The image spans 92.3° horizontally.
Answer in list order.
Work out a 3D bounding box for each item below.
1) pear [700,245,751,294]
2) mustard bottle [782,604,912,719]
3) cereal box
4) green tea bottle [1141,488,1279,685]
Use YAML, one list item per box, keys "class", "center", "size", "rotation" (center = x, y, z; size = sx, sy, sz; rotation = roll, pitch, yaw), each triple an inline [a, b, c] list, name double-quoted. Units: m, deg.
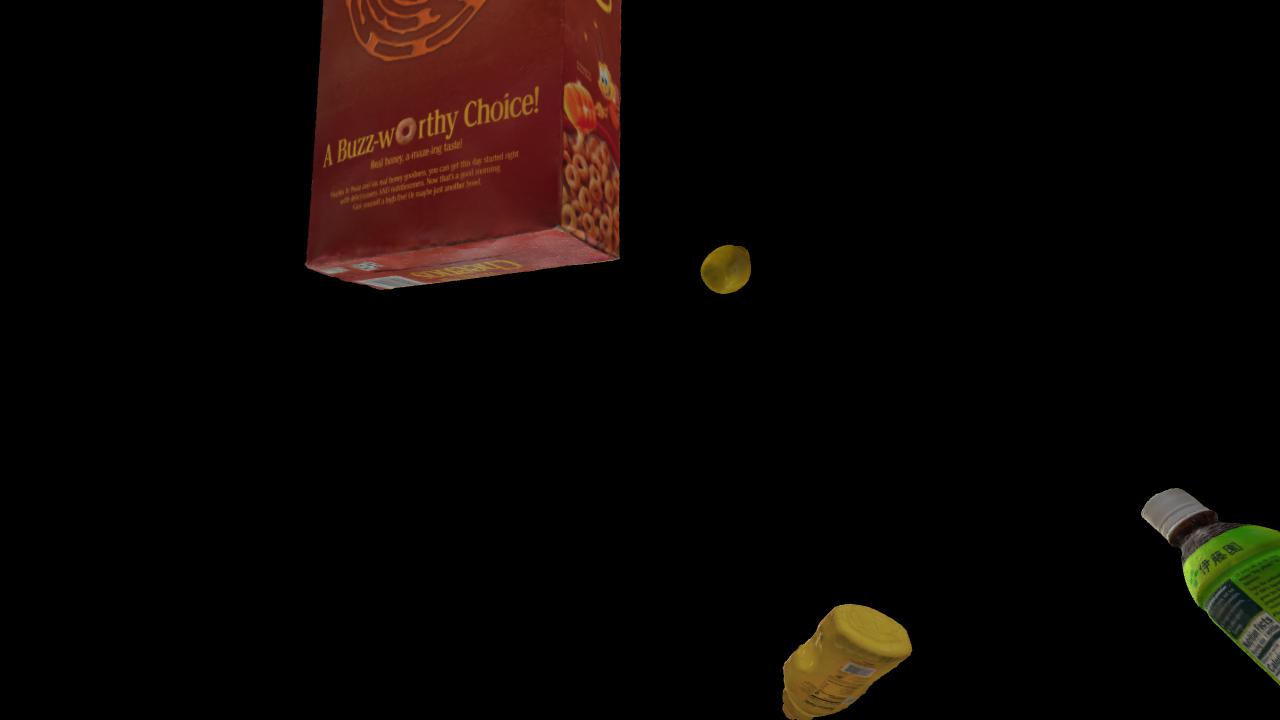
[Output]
- class: "pear"
  center: [0.150, -0.154, 0.979]
  size: [0.111, 0.080, 0.080]
  rotation: [-40, 23, -30]
- class: "mustard bottle"
  center: [0.207, 0.345, 0.676]
  size: [0.092, 0.184, 0.054]
  rotation: [16, 33, -13]
- class: "cereal box"
  center: [-0.113, -0.209, 0.402]
  size: [0.203, 0.306, 0.081]
  rotation: [-3, -8, 26]
- class: "green tea bottle"
  center: [0.379, 0.154, 0.336]
  size: [0.073, 0.073, 0.212]
  rotation: [0, 34, -15]
